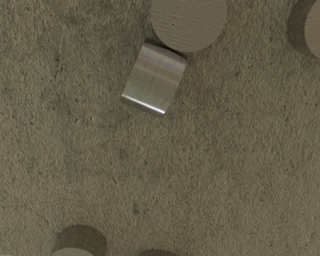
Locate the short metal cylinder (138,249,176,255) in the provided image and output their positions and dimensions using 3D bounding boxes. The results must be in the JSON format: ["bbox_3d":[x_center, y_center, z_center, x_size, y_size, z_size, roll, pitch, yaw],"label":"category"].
[{"bbox_3d":[-0.004,0.231,0.466,0.081,0.080,0.050,8,110,-3],"label":"short metal cylinder"}]

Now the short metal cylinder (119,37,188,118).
[{"bbox_3d":[-0.008,-0.058,0.359,0.050,0.080,0.080,23,109,-8],"label":"short metal cylinder"}]

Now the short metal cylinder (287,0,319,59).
[{"bbox_3d":[0.195,-0.119,0.354,0.081,0.050,0.079,0,110,0],"label":"short metal cylinder"}]

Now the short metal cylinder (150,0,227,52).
[{"bbox_3d":[0.030,-0.129,0.349,0.081,0.050,0.079,0,110,0],"label":"short metal cylinder"}]

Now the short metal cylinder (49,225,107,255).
[{"bbox_3d":[-0.124,0.195,0.467,0.081,0.050,0.079,0,110,0],"label":"short metal cylinder"}]
